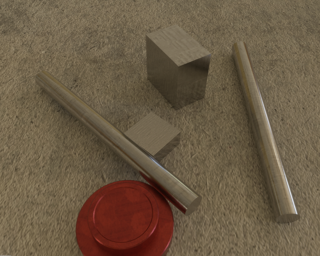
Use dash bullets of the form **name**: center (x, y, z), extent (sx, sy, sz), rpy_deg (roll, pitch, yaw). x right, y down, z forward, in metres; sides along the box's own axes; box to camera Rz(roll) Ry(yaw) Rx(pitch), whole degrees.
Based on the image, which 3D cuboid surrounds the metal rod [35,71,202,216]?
- **metal rod**: center (-0.070, 0.002, 0.387), extent (0.025, 0.025, 0.300), rpy_deg (-37, 55, -27)

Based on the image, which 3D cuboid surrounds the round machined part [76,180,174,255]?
- **round machined part**: center (-0.035, 0.094, 0.312), extent (0.099, 0.042, 0.098), rpy_deg (0, 50, 0)

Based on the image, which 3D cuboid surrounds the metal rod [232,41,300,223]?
- **metal rod**: center (0.133, -0.020, 0.421), extent (0.025, 0.025, 0.300), rpy_deg (0, 50, 0)

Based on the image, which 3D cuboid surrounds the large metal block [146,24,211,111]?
- **large metal block**: center (0.023, -0.086, 0.440), extent (0.050, 0.080, 0.080), rpy_deg (-25, 55, -20)

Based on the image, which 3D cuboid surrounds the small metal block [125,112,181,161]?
- **small metal block**: center (-0.010, 0.013, 0.392), extent (0.050, 0.025, 0.050), rpy_deg (35, 58, 25)
